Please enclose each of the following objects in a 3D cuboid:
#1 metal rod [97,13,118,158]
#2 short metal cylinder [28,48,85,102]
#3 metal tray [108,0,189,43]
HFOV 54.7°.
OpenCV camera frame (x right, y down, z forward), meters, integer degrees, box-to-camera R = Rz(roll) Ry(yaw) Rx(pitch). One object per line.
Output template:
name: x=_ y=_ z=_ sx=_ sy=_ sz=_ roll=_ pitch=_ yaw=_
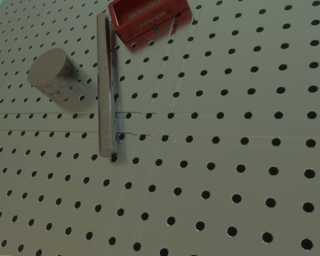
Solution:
metal rod: x=-0.090 y=-0.087 z=0.506 sx=0.025 sy=0.025 sz=0.299 roll=-20 pitch=54 yaw=16
short metal cylinder: x=-0.181 y=-0.092 z=0.541 sx=0.080 sy=0.050 sz=0.080 roll=-13 pitch=56 yaw=21
metal tray: x=-0.024 y=-0.216 z=0.548 sx=0.130 sy=0.030 sz=0.090 roll=-26 pitch=53 yaw=11
